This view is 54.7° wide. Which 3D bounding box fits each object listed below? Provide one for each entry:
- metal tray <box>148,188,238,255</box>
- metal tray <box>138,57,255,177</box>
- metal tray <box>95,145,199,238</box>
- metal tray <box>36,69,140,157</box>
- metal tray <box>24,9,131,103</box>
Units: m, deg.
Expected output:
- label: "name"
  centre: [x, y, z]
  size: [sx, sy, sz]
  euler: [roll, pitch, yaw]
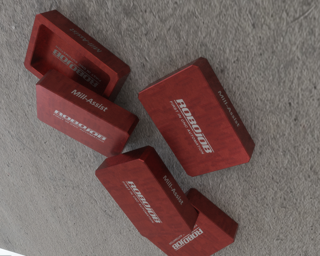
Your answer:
- label: "metal tray"
  centre: [0.045, 0.159, 0.478]
  size: [0.090, 0.030, 0.129]
  euler: [40, 129, 1]
- label: "metal tray"
  centre: [0.044, -0.008, 0.375]
  size: [0.090, 0.030, 0.130]
  euler: [-23, 107, 36]
- label: "metal tray"
  centre: [-0.017, 0.092, 0.425]
  size: [0.090, 0.030, 0.130]
  euler: [-19, 112, 35]
- label: "metal tray"
  centre: [-0.101, -0.013, 0.420]
  size: [0.130, 0.030, 0.090]
  euler: [29, 146, -3]
- label: "metal tray"
  centre: [-0.113, -0.081, 0.413]
  size: [0.130, 0.030, 0.089]
  euler: [38, 129, 2]
